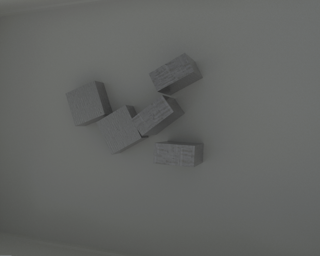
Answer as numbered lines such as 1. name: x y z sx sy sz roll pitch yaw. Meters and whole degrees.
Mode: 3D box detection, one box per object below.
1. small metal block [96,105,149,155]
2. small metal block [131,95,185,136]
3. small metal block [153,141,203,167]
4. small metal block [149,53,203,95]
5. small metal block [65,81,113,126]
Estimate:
1. small metal block: -0.052 0.003 0.428 0.050 0.025 0.050 -29 81 17
2. small metal block: -0.001 -0.015 0.397 0.050 0.050 0.025 -37 79 16
3. small metal block: 0.024 0.032 0.388 0.050 0.050 0.025 3 91 19
4. small metal block: 0.021 -0.066 0.389 0.050 0.050 0.025 -27 81 18
5. small metal block: -0.101 -0.034 0.445 0.050 0.025 0.050 -20 84 18
